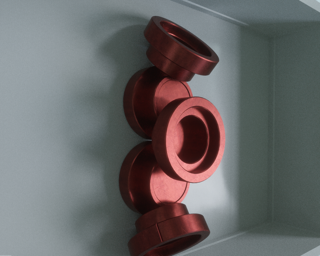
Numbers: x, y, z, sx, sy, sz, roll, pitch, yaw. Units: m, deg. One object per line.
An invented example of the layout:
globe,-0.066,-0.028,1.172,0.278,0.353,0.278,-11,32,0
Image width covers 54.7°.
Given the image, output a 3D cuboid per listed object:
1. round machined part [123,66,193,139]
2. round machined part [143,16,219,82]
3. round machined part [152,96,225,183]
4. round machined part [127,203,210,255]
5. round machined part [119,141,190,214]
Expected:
round machined part,0.005,-0.032,0.399,0.099,0.042,0.097,0,90,-40
round machined part,0.022,-0.095,0.390,0.099,0.098,0.042,9,127,-40
round machined part,0.029,0.013,0.364,0.099,0.042,0.097,0,90,-40
round machined part,0.008,0.126,0.379,0.099,0.098,0.042,8,47,-40
round machined part,0.001,0.065,0.395,0.099,0.042,0.097,0,90,-40
